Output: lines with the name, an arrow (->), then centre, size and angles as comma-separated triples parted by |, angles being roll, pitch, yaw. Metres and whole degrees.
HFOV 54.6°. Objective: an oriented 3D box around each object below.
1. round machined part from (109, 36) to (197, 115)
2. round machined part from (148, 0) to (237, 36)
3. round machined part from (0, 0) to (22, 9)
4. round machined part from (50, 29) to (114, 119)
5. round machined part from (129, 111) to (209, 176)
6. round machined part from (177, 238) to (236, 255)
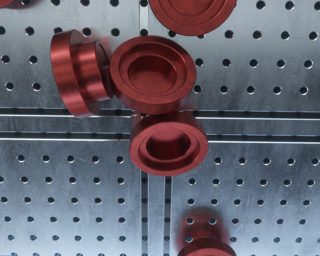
round machined part -> -0.010, -0.057, 0.364 | 0.099, 0.098, 0.042 | 9, 151, -4
round machined part -> 0.035, -0.155, 0.348 | 0.099, 0.042, 0.097 | 0, 110, 0
round machined part -> -0.184, -0.181, 0.336 | 0.099, 0.042, 0.097 | 0, 110, 0
round machined part -> -0.081, -0.062, 0.351 | 0.042, 0.098, 0.097 | -12, 110, 4
round machined part -> 0.010, 0.015, 0.398 | 0.099, 0.042, 0.097 | -3, 132, -3
round machined part -> 0.072, 0.212, 0.483 | 0.099, 0.042, 0.097 | 0, 110, 0
